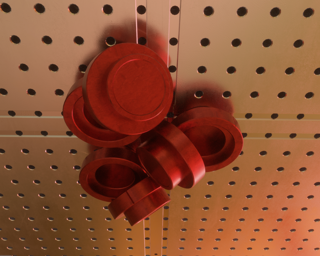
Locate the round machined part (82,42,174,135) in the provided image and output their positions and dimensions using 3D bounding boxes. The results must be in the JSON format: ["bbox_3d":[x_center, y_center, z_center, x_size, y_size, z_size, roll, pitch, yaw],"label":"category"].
[{"bbox_3d":[-0.028,-0.041,0.329,0.099,0.042,0.097,-1,93,-26],"label":"round machined part"}]

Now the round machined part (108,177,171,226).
[{"bbox_3d":[-0.023,0.107,0.453,0.098,0.042,0.098,-32,166,-9],"label":"round machined part"}]

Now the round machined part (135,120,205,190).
[{"bbox_3d":[0.007,0.040,0.394,0.042,0.098,0.098,-38,133,-23],"label":"round machined part"}]

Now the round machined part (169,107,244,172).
[{"bbox_3d":[0.056,0.011,0.409,0.099,0.042,0.097,0,130,0],"label":"round machined part"}]

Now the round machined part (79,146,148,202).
[{"bbox_3d":[-0.064,0.063,0.452,0.099,0.042,0.097,0,130,0],"label":"round machined part"}]

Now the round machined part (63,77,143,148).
[{"bbox_3d":[-0.063,-0.025,0.377,0.099,0.042,0.097,0,130,0],"label":"round machined part"}]
